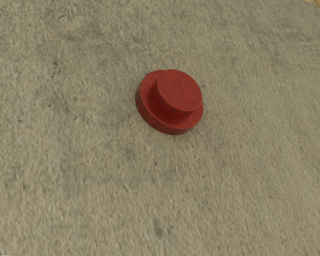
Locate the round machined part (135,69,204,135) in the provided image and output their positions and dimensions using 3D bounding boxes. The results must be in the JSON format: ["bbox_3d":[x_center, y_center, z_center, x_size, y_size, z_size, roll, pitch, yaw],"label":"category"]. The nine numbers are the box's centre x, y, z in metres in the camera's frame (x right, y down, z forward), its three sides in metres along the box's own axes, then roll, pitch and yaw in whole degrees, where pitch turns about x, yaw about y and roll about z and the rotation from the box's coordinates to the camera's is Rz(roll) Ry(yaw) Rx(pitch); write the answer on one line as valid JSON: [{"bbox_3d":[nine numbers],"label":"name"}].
[{"bbox_3d":[0.019,-0.043,0.431,0.099,0.042,0.098,14,56,-21],"label":"round machined part"}]
